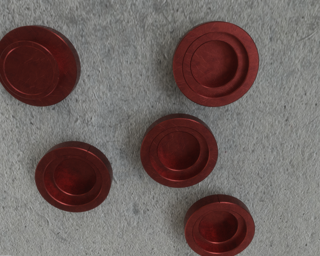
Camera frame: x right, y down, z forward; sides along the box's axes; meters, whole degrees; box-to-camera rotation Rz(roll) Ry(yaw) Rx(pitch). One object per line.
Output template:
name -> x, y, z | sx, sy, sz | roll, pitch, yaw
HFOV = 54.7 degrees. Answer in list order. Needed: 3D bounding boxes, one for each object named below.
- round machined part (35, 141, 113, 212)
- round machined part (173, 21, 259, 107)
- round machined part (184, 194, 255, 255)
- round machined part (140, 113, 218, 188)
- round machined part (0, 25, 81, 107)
round machined part -> -0.113, 0.062, 0.422 | 0.099, 0.042, 0.097 | 0, 110, 0
round machined part -> 0.064, -0.078, 0.372 | 0.099, 0.042, 0.097 | 0, 110, 0
round machined part -> 0.084, 0.138, 0.452 | 0.099, 0.042, 0.097 | 0, 110, 0
round machined part -> 0.025, 0.026, 0.411 | 0.099, 0.042, 0.097 | 0, 110, 0
round machined part -> -0.150, -0.072, 0.373 | 0.099, 0.042, 0.097 | 0, 110, 0
